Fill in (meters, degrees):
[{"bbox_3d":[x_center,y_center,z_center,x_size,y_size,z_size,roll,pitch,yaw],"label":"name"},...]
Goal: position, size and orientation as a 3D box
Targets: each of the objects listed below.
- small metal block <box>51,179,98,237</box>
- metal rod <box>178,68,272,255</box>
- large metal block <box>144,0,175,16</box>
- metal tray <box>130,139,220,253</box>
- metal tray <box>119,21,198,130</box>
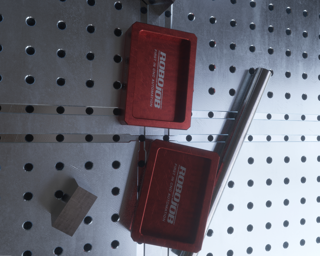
[{"bbox_3d":[-0.101,0.091,0.363,0.025,0.050,0.050,36,78,-17],"label":"small metal block"},{"bbox_3d":[0.097,0.049,0.449,0.025,0.025,0.299,27,81,-18],"label":"metal rod"},{"bbox_3d":[0.002,-0.210,0.401,0.080,0.050,0.080,40,77,-16],"label":"large metal block"},{"bbox_3d":[0.019,0.086,0.405,0.091,0.030,0.129,13,84,-5],"label":"metal tray"},{"bbox_3d":[-0.002,-0.065,0.410,0.091,0.030,0.129,5,88,-20],"label":"metal tray"}]
